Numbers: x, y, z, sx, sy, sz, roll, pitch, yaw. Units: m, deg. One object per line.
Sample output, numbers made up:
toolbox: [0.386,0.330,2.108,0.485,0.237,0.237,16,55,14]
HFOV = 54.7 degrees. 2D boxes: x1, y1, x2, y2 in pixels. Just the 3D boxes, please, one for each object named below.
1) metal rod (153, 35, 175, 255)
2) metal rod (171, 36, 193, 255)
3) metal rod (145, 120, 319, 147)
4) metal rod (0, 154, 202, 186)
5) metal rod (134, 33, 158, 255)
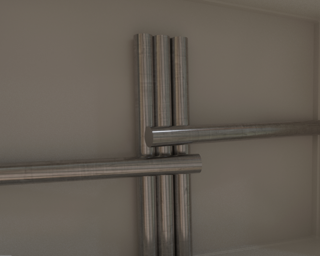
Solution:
metal rod: [0.004,0.029,0.412,0.025,0.025,0.298,-2,91,-20]
metal rod: [0.029,0.028,0.421,0.025,0.025,0.298,-2,91,-20]
metal rod: [0.122,0.005,0.437,0.303,0.025,0.025,-2,91,-27]
metal rod: [-0.097,0.049,0.357,0.302,0.025,0.025,-1,91,-15]
metal rod: [-0.019,0.030,0.403,0.025,0.025,0.298,-2,91,-20]
